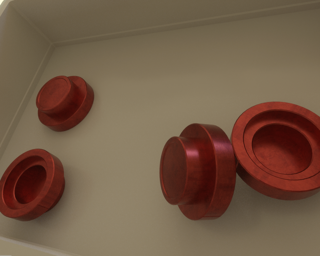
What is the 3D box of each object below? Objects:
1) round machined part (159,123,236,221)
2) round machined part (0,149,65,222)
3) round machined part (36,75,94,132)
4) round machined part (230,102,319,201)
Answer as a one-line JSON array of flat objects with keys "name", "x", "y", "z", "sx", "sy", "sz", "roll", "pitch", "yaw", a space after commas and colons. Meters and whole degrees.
[{"name": "round machined part", "x": 0.031, "y": 0.044, "z": 0.315, "sx": 0.098, "sy": 0.042, "sz": 0.097, "roll": -175, "pitch": 90, "yaw": -69}, {"name": "round machined part", "x": -0.174, "y": 0.082, "z": 0.434, "sx": 0.098, "sy": 0.042, "sz": 0.098, "roll": -13, "pitch": 56, "yaw": 20}, {"name": "round machined part", "x": -0.161, "y": -0.046, "z": 0.506, "sx": 0.098, "sy": 0.042, "sz": 0.098, "roll": -13, "pitch": 56, "yaw": 20}, {"name": "round machined part", "x": 0.117, "y": 0.025, "z": 0.304, "sx": 0.099, "sy": 0.042, "sz": 0.098, "roll": -1, "pitch": 56, "yaw": 2}]
